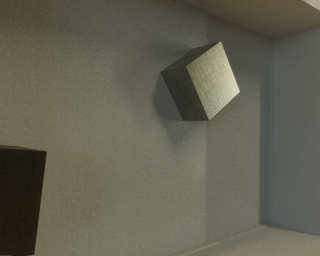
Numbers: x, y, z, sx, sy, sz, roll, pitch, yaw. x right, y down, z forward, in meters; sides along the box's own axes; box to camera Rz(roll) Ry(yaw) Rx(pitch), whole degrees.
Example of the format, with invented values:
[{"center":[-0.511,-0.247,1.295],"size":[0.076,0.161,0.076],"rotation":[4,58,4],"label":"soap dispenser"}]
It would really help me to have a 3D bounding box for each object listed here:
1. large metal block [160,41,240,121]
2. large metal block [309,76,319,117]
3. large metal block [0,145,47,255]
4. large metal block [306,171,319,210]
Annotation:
[{"center":[0.059,-0.065,0.439],"size":[0.080,0.050,0.080],"rotation":[-40,115,-33],"label":"large metal block"},{"center":[0.400,-0.070,0.728],"size":[0.080,0.050,0.080],"rotation":[25,75,-37],"label":"large metal block"},{"center":[-0.138,0.055,0.255],"size":[0.050,0.080,0.080],"rotation":[9,85,-40],"label":"large metal block"},{"center":[0.395,0.145,0.704],"size":[0.080,0.080,0.050],"rotation":[-37,113,-34],"label":"large metal block"}]
